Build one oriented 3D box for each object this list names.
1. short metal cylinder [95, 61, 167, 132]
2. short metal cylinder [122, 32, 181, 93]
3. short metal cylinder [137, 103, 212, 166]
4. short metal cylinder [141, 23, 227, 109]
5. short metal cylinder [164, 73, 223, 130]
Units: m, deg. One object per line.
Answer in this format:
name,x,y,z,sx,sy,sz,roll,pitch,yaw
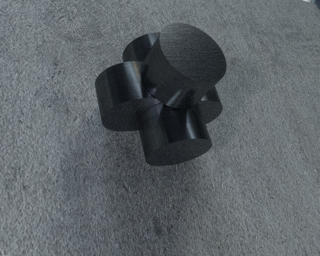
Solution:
short metal cylinder,-0.034,-0.036,0.375,0.081,0.080,0.050,-1,63,-29
short metal cylinder,-0.006,-0.082,0.418,0.081,0.080,0.050,-2,63,-30
short metal cylinder,0.017,0.008,0.376,0.081,0.080,0.050,0,62,-29
short metal cylinder,0.025,-0.068,0.343,0.081,0.050,0.080,14,56,-21
short metal cylinder,0.037,-0.036,0.414,0.081,0.080,0.050,0,62,-29
